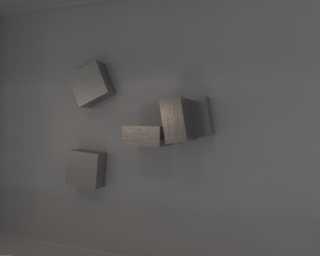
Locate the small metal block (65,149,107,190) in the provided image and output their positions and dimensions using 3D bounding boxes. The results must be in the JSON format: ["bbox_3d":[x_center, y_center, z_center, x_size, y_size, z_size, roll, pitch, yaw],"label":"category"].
[{"bbox_3d":[-0.107,0.059,0.448,0.050,0.025,0.050,6,92,20],"label":"small metal block"}]

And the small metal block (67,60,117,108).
[{"bbox_3d":[-0.098,-0.062,0.445,0.050,0.025,0.050,-25,82,18],"label":"small metal block"}]

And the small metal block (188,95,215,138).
[{"bbox_3d":[0.039,-0.012,0.397,0.050,0.025,0.050,-9,87,19],"label":"small metal block"}]

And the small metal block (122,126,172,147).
[{"bbox_3d":[-0.015,0.010,0.403,0.050,0.050,0.025,1,91,20],"label":"small metal block"}]

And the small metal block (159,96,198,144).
[{"bbox_3d":[0.023,-0.008,0.363,0.025,0.050,0.050,-9,87,20],"label":"small metal block"}]
